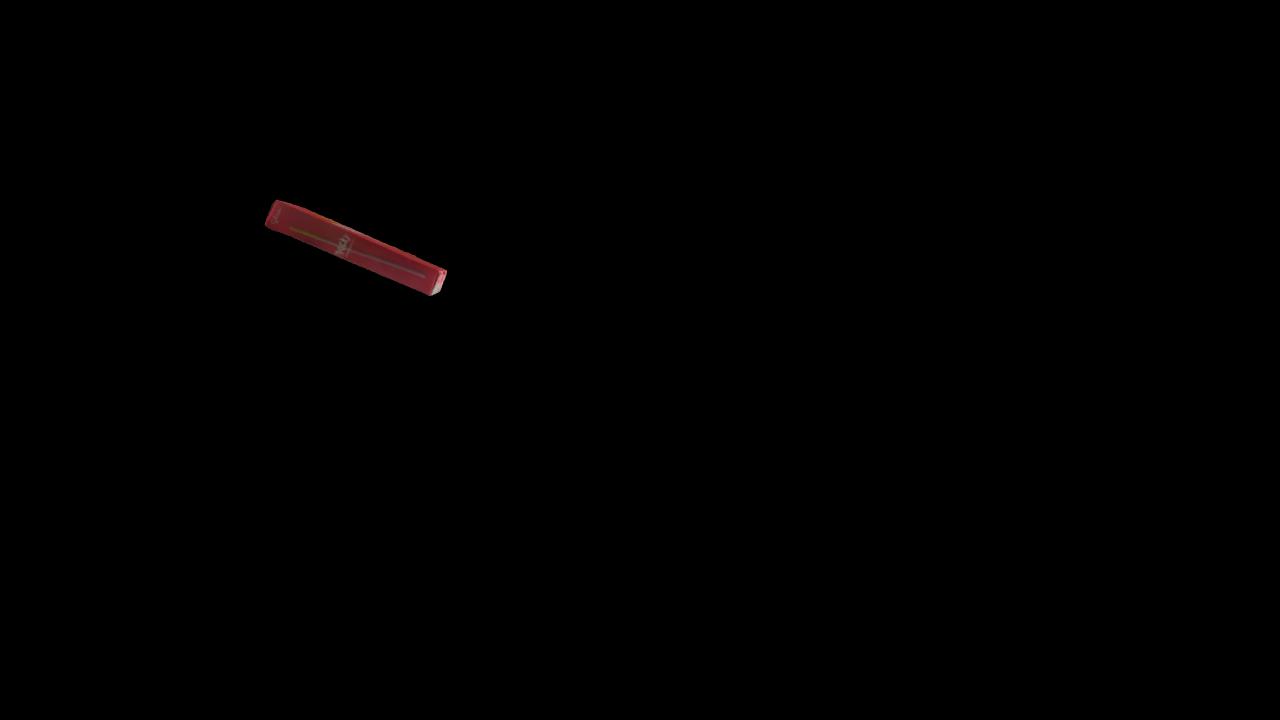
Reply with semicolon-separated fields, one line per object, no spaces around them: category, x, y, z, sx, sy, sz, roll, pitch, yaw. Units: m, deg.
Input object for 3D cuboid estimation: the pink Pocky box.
pink Pocky box;-0.270;-0.108;0.604;0.155;0.029;0.084;23;2;-14
